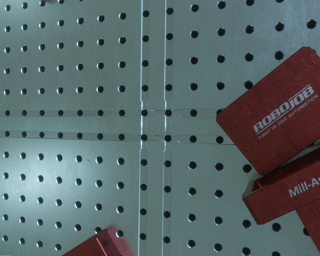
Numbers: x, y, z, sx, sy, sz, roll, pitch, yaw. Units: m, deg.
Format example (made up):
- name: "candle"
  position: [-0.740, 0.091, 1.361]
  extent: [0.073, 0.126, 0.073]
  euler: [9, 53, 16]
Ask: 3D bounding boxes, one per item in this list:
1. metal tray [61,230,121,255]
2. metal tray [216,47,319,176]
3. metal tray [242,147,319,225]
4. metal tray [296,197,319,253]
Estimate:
- name: "metal tray"
  position: [-0.111, 0.219, 0.448]
  extent: [0.130, 0.030, 0.090]
  euler: [-36, 79, 16]
- name: "metal tray"
  position: [0.144, -0.017, 0.359]
  extent: [0.130, 0.030, 0.090]
  euler: [-40, 78, 15]
- name: "metal tray"
  position: [0.155, 0.049, 0.323]
  extent: [0.130, 0.090, 0.030]
  euler: [-32, 80, 17]
- name: "metal tray"
  position: [0.225, 0.092, 0.331]
  extent: [0.130, 0.030, 0.090]
  euler: [-30, 81, 17]
